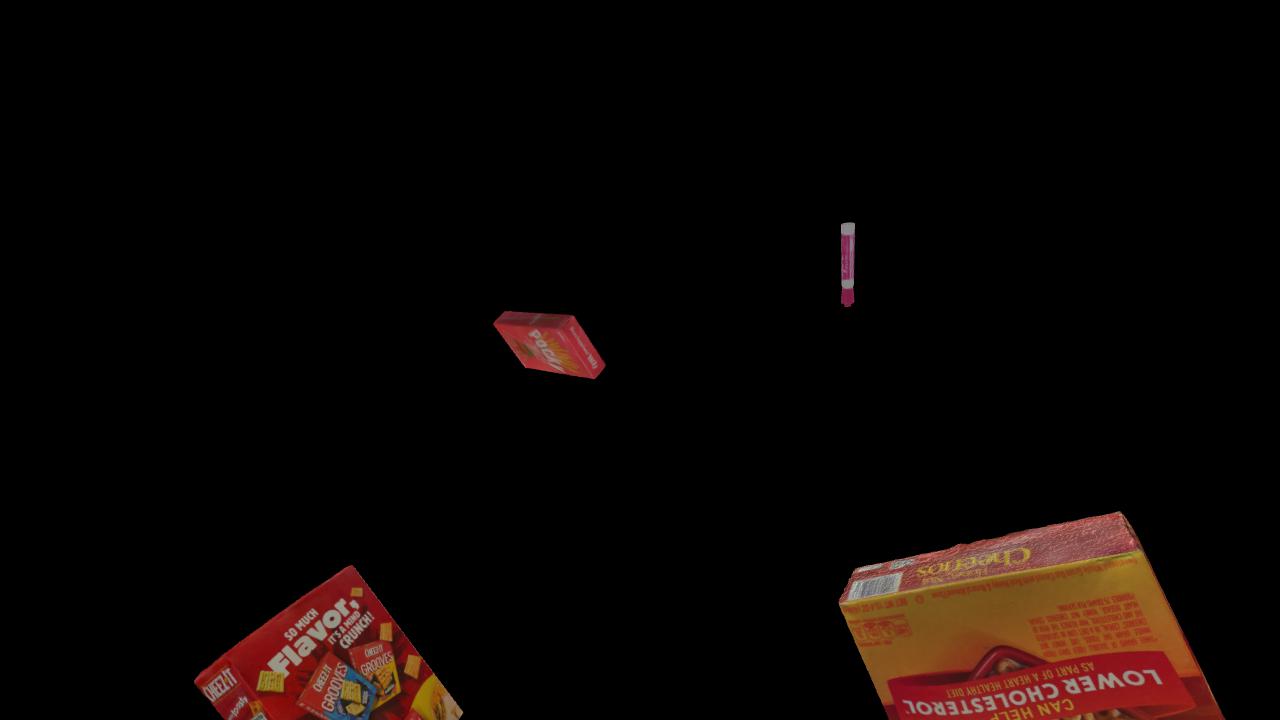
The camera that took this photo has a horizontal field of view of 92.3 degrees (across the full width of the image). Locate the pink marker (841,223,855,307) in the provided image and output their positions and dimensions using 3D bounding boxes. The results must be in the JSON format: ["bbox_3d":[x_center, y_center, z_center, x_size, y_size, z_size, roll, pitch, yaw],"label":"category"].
[{"bbox_3d":[0.299,-0.136,0.886,0.020,0.121,0.020,-6,19,2],"label":"pink marker"}]

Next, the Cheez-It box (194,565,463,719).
[{"bbox_3d":[-0.315,0.357,0.650,0.071,0.223,0.166,-38,-1,20],"label":"Cheez-It box"}]

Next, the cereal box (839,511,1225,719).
[{"bbox_3d":[0.305,0.285,0.443,0.203,0.306,0.081,-25,-5,30],"label":"cereal box"}]

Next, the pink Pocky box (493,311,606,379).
[{"bbox_3d":[-0.119,-0.021,0.788,0.155,0.084,0.029,7,48,45],"label":"pink Pocky box"}]
